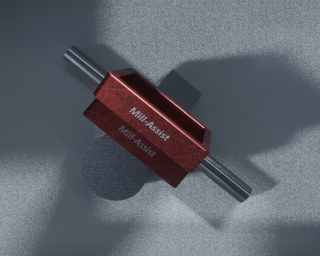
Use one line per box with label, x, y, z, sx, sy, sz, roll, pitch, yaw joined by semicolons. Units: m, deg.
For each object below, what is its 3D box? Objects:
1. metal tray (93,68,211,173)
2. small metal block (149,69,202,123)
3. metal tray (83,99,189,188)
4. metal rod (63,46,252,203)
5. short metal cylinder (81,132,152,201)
metal tray;-0.002;-0.015;0.352;0.130;0.090;0.030;39;107;-1
small metal block;0.019;-0.041;0.410;0.050;0.025;0.050;41;90;-1
metal tray;-0.024;0.014;0.377;0.130;0.090;0.030;39;90;-1
metal rod;-0.003;-0.005;0.411;0.300;0.025;0.025;39;90;-1
short metal cylinder;-0.052;0.045;0.391;0.080;0.050;0.079;1;97;5
